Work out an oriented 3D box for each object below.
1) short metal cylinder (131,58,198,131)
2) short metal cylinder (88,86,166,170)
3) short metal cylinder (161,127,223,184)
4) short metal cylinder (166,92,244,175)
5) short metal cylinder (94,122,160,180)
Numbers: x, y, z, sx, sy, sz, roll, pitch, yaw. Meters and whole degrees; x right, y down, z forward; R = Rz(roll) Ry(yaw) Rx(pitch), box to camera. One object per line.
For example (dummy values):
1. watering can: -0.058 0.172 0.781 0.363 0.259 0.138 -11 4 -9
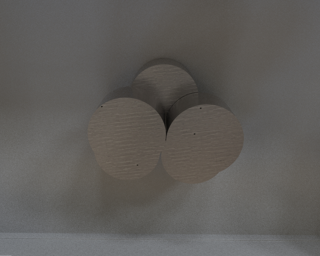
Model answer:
1. short metal cylinder: 0.005 -0.042 0.381 0.081 0.050 0.079 0 110 0
2. short metal cylinder: -0.034 -0.001 0.342 0.081 0.050 0.079 0 110 0
3. short metal cylinder: 0.042 0.025 0.406 0.081 0.050 0.079 0 110 0
4. short metal cylinder: 0.047 0.005 0.344 0.081 0.050 0.079 0 110 0
5. short metal cylinder: -0.040 0.020 0.403 0.081 0.050 0.079 0 110 0
